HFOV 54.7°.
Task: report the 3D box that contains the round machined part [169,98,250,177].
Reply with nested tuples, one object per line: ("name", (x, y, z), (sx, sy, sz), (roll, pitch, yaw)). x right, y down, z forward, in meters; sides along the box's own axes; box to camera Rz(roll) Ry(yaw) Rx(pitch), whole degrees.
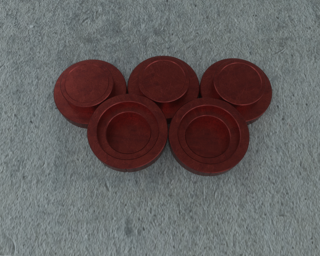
("round machined part", (0.060, 0.014, 0.396), (0.099, 0.042, 0.098), (0, 70, -1))

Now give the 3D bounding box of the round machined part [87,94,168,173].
("round machined part", (-0.039, 0.009, 0.396), (0.099, 0.042, 0.098), (0, 70, -1))

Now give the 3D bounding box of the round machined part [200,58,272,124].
("round machined part", (0.104, -0.054, 0.421), (0.099, 0.042, 0.098), (0, 70, -1))

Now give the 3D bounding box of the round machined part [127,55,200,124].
("round machined part", (0.005, -0.057, 0.421), (0.099, 0.042, 0.098), (0, 70, -1))

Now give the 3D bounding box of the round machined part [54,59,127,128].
("round machined part", (-0.094, -0.051, 0.418), (0.099, 0.042, 0.098), (0, 70, -1))
